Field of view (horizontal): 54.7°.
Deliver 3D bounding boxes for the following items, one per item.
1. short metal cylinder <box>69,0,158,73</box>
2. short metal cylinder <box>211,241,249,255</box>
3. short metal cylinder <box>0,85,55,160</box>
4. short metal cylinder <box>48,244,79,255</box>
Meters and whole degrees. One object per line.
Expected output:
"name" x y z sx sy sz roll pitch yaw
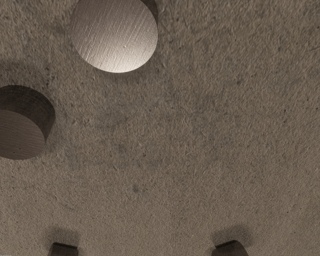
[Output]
"short metal cylinder" -0.042 -0.102 0.304 0.081 0.050 0.079 0 130 0
"short metal cylinder" 0.142 0.269 0.603 0.050 0.080 0.080 -29 125 22
"short metal cylinder" -0.177 -0.006 0.383 0.081 0.050 0.079 0 130 0
"short metal cylinder" -0.196 0.272 0.600 0.050 0.080 0.079 20 127 -17
